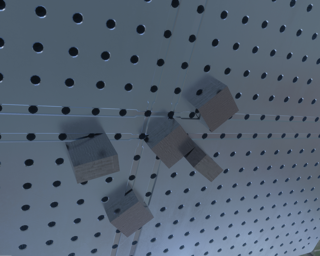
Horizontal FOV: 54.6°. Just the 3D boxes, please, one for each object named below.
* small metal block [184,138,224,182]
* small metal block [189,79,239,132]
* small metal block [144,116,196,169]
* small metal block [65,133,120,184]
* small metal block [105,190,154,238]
[{"bbox_3d":[0.059,0.046,0.454,0.025,0.050,0.050,-46,129,4],"label":"small metal block"},{"bbox_3d":[0.076,-0.031,0.433,0.050,0.025,0.050,-39,129,-2],"label":"small metal block"},{"bbox_3d":[0.014,0.021,0.431,0.050,0.025,0.050,-40,129,-1],"label":"small metal block"},{"bbox_3d":[-0.081,0.035,0.372,0.050,0.050,0.025,-15,125,-20],"label":"small metal block"},{"bbox_3d":[-0.045,0.129,0.466,0.050,0.025,0.050,-36,129,-4],"label":"small metal block"}]
